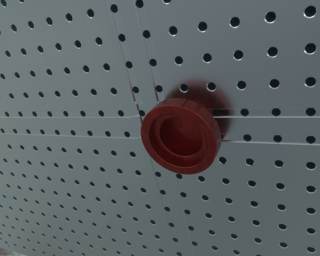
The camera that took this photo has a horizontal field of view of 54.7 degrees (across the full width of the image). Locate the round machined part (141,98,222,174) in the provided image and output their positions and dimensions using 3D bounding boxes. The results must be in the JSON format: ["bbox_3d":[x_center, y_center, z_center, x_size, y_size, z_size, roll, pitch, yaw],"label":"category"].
[{"bbox_3d":[0.029,0.007,0.388,0.098,0.042,0.097,13,124,20],"label":"round machined part"}]
